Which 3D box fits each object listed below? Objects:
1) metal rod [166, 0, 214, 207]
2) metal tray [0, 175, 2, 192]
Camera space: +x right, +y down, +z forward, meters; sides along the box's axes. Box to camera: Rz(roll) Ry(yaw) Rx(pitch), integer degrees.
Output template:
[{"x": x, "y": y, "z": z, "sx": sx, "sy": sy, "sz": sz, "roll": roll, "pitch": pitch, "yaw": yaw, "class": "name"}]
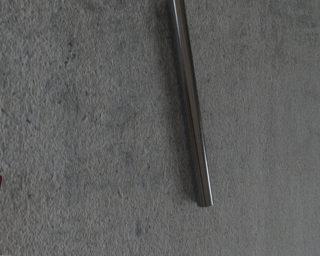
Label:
[{"x": 0.044, "y": -0.032, "z": 0.443, "sx": 0.025, "sy": 0.025, "sz": 0.298, "roll": -16, "pitch": 100, "yaw": -39, "class": "metal rod"}, {"x": -0.200, "y": 0.074, "z": 0.234, "sx": 0.131, "sy": 0.030, "sz": 0.089, "roll": 9, "pitch": 84, "yaw": -40, "class": "metal tray"}]
